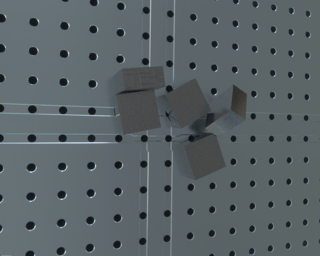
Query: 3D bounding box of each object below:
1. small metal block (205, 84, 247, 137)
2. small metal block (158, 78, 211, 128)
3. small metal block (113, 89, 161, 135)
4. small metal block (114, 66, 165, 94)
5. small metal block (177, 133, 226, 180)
[{"bbox_3d":[0.090,-0.023,0.422,0.025,0.050,0.050,32,47,-17],"label":"small metal block"},{"bbox_3d":[0.034,-0.033,0.425,0.050,0.025,0.050,-30,100,-17],"label":"small metal block"},{"bbox_3d":[-0.030,-0.021,0.401,0.050,0.025,0.050,-12,94,-20],"label":"small metal block"},{"bbox_3d":[-0.027,-0.059,0.389,0.050,0.050,0.025,-8,93,-20],"label":"small metal block"},{"bbox_3d":[0.058,0.039,0.434,0.050,0.025,0.050,-21,97,-19],"label":"small metal block"}]
